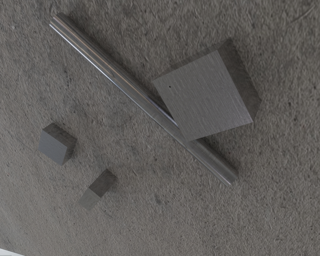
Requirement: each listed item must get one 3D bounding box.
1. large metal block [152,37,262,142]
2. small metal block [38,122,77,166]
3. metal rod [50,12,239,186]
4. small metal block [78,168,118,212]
[{"bbox_3d":[0.052,-0.040,0.338,0.080,0.050,0.080,-20,108,35],"label":"large metal block"},{"bbox_3d":[-0.170,0.027,0.514,0.050,0.025,0.050,34,129,6],"label":"small metal block"},{"bbox_3d":[-0.019,-0.035,0.394,0.300,0.025,0.025,42,129,-1],"label":"metal rod"},{"bbox_3d":[-0.102,0.102,0.507,0.025,0.050,0.050,40,129,1],"label":"small metal block"}]
